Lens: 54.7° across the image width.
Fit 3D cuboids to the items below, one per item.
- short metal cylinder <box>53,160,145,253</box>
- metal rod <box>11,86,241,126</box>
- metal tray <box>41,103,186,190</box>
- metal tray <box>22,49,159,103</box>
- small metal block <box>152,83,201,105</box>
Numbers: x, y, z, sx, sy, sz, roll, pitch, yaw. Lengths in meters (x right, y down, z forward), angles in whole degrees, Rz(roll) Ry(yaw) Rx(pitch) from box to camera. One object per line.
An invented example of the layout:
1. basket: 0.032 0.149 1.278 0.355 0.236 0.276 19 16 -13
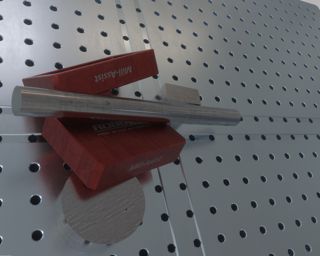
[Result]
1. short metal cylinder: -0.062 0.079 0.311 0.081 0.050 0.080 14 57 -21
2. metal rod: -0.005 -0.019 0.353 0.302 0.025 0.025 2 60 -42
3. metal tray: -0.044 0.010 0.333 0.090 0.030 0.131 40 30 27
4. metal tray: -0.078 -0.061 0.360 0.131 0.090 0.030 -26 111 -37
5. small metal block: 0.020 -0.033 0.423 0.050 0.050 0.025 8 58 -24
